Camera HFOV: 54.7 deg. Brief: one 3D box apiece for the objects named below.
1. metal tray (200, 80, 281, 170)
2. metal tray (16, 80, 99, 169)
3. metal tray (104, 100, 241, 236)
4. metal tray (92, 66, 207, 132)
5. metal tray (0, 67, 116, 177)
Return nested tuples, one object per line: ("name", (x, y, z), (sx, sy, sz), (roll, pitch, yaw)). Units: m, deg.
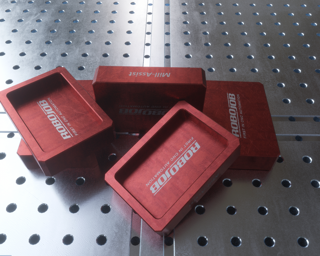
("metal tray", (0.098, -0.008, 0.411), (0.091, 0.030, 0.130), (2, 50, 1))
("metal tray", (-0.123, -0.009, 0.411), (0.091, 0.030, 0.130), (-1, 51, -1))
("metal tray", (0.015, 0.041, 0.346), (0.090, 0.030, 0.130), (39, 77, 27))
("metal tray", (-0.012, -0.033, 0.392), (0.131, 0.089, 0.030), (1, 50, 0))
("metal tray", (-0.125, -0.014, 0.373), (0.091, 0.030, 0.130), (-31, 57, -24))
